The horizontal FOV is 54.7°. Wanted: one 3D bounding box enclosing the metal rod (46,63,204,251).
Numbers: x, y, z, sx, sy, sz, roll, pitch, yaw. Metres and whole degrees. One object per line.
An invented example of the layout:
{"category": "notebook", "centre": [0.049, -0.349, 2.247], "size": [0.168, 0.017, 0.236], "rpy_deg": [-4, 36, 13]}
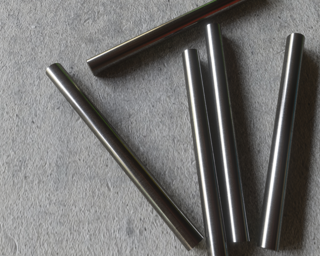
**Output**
{"category": "metal rod", "centre": [-0.054, 0.026, 0.397], "size": [0.025, 0.025, 0.300], "rpy_deg": [-38, 75, -13]}

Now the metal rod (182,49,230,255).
{"category": "metal rod", "centre": [0.057, 0.032, 0.396], "size": [0.025, 0.025, 0.299], "rpy_deg": [-5, 70, -2]}

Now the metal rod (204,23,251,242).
{"category": "metal rod", "centre": [0.086, -0.008, 0.411], "size": [0.025, 0.025, 0.299], "rpy_deg": [-2, 70, -1]}

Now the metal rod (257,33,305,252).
{"category": "metal rod", "centre": [0.162, 0.004, 0.407], "size": [0.025, 0.025, 0.299], "rpy_deg": [14, 70, 5]}

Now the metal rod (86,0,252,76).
{"category": "metal rod", "centre": [0.032, -0.155, 0.464], "size": [0.302, 0.025, 0.025], "rpy_deg": [-28, 73, -10]}
